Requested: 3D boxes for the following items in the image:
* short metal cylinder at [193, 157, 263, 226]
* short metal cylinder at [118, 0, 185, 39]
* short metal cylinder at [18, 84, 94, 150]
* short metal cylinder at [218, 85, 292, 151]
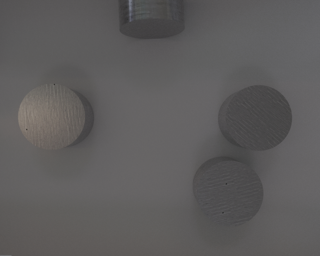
[{"bbox_3d":[0.085,0.079,0.399,0.081,0.050,0.080,0,90,0],"label":"short metal cylinder"},{"bbox_3d":[-0.011,-0.147,0.384,0.081,0.080,0.050,-2,90,0],"label":"short metal cylinder"},{"bbox_3d":[-0.130,-0.014,0.398,0.081,0.050,0.080,0,90,0],"label":"short metal cylinder"},{"bbox_3d":[0.120,-0.012,0.400,0.081,0.050,0.080,0,90,0],"label":"short metal cylinder"}]
